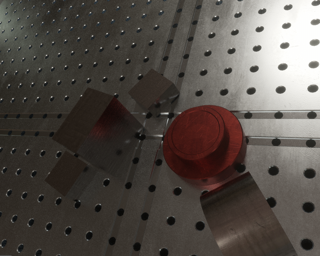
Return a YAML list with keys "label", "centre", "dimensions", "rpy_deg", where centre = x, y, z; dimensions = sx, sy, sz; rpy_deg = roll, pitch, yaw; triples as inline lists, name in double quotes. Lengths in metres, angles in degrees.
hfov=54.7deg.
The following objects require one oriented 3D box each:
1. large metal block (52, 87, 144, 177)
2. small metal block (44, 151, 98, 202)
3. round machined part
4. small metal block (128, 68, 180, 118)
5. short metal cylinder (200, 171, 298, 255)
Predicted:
- label: "large metal block"
  centre: [-0.078, 0.006, 0.408]
  dimensions: [0.050, 0.080, 0.080]
  rpy_deg: [21, 73, 35]
- label: "small metal block"
  centre: [-0.123, 0.066, 0.430]
  dimensions: [0.050, 0.025, 0.050]
  rpy_deg: [23, 74, 36]
- label: "round machined part"
  centre: [0.048, 0.014, 0.363]
  dimensions: [0.098, 0.042, 0.098]
  rpy_deg: [-13, 56, 20]
- label: "small metal block"
  centre: [-0.009, -0.050, 0.443]
  dimensions: [0.050, 0.025, 0.050]
  rpy_deg: [-46, 51, -4]
- label: "short metal cylinder"
  centre: [0.078, 0.086, 0.279]
  dimensions: [0.050, 0.080, 0.080]
  rpy_deg: [-30, 52, 9]
